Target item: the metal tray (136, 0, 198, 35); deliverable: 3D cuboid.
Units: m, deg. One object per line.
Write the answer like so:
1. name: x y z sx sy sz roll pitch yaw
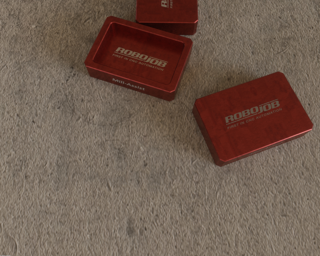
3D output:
1. metal tray: 0.011 -0.208 0.481 0.091 0.030 0.130 1 70 0

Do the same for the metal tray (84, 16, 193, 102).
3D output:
1. metal tray: -0.029 -0.100 0.441 0.131 0.030 0.090 18 71 6

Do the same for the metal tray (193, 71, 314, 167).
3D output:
1. metal tray: 0.120 -0.013 0.411 0.131 0.030 0.090 -19 71 -7
